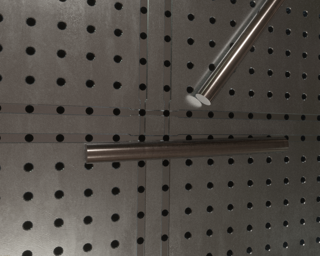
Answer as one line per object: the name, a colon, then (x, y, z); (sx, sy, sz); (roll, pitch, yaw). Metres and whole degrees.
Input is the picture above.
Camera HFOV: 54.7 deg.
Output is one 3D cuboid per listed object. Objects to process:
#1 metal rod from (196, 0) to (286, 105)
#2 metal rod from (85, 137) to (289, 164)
metal rod: (0.149, -0.157, 0.469); (0.025, 0.025, 0.300); (41, 77, -16)
metal rod: (0.051, 0.029, 0.432); (0.303, 0.025, 0.025); (-1, 91, -21)
